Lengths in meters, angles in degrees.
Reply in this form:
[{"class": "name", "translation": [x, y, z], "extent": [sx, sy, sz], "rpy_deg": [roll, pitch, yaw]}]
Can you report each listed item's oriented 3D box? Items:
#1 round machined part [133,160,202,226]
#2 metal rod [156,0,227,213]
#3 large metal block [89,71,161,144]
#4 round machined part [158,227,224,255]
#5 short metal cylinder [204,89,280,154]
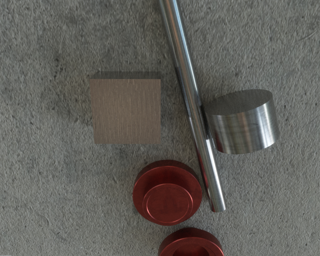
[{"class": "round machined part", "translation": [0.011, 0.098, 0.437], "extent": [0.099, 0.042, 0.097], "rpy_deg": [0, 110, 0]}, {"class": "metal rod", "translation": [0.046, -0.019, 0.402], "extent": [0.025, 0.025, 0.298], "rpy_deg": [-15, 110, 5]}, {"class": "large metal block", "translation": [-0.039, -0.027, 0.386], "extent": [0.081, 0.050, 0.079], "rpy_deg": [0, 110, 0]}, {"class": "round machined part", "translation": [0.046, 0.192, 0.472], "extent": [0.099, 0.042, 0.097], "rpy_deg": [0, 110, 0]}, {"class": "short metal cylinder", "translation": [0.100, -0.010, 0.378], "extent": [0.080, 0.080, 0.050], "rpy_deg": [-16, 110, 6]}]
